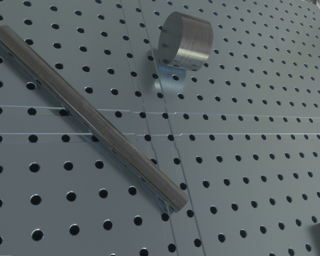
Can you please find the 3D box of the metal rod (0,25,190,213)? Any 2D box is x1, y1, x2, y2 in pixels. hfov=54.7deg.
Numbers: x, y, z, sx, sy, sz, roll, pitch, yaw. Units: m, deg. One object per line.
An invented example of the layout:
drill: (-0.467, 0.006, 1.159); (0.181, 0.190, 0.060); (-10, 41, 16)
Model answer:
metal rod: (-0.083, -0.012, 0.370); (0.300, 0.025, 0.025); (43, 51, 1)

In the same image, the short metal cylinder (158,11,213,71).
short metal cylinder: (0.037, -0.130, 0.472); (0.050, 0.080, 0.080); (6, 59, -25)
